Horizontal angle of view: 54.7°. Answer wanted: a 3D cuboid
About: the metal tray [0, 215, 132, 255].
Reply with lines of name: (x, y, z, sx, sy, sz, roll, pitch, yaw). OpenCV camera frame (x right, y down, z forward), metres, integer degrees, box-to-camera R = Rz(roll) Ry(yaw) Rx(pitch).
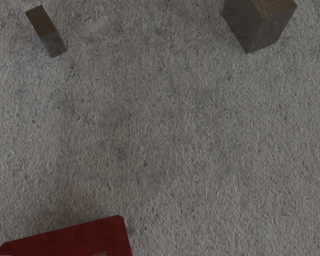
metal tray: (-0.094, 0.153, 0.325, 0.131, 0.030, 0.090, -10, 56, -15)

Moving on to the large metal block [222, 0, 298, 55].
large metal block: (0.136, -0.167, 0.441, 0.050, 0.080, 0.080, -23, 72, -8)

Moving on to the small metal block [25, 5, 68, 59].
small metal block: (-0.162, -0.137, 0.444, 0.025, 0.050, 0.050, -31, 73, -10)
